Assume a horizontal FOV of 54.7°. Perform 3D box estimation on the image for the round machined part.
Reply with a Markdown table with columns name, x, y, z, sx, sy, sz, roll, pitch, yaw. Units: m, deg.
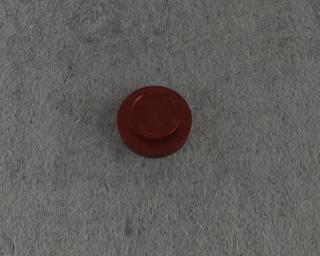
| name | x | y | z | sx | sy | sz | roll | pitch | yaw |
| --- | --- | --- | --- | --- | --- | --- | --- | --- | --- |
| round machined part | -0.007 | -0.012 | 0.404 | 0.099 | 0.042 | 0.098 | 0 | 70 | -1 |
